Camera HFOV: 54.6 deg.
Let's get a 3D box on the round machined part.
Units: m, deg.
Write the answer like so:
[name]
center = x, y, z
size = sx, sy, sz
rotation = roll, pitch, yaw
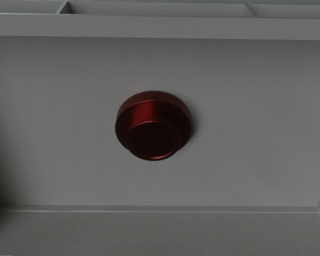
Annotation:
[round machined part]
center = -0.008, 0.005, 0.398
size = 0.099, 0.042, 0.097
rotation = 0, 130, 0
